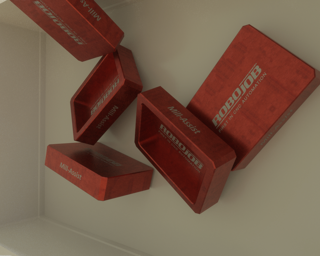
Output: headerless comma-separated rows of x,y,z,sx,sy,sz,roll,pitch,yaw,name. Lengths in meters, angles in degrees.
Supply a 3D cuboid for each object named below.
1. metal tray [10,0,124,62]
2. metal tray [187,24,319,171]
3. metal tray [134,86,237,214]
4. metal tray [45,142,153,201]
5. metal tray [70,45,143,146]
-0.122,-0.147,0.404,0.090,0.130,0.030,-2,56,44,metal tray
0.089,-0.029,0.329,0.090,0.030,0.129,48,118,28,metal tray
0.020,0.023,0.356,0.130,0.030,0.089,45,144,33,metal tray
-0.086,0.054,0.432,0.130,0.091,0.030,20,104,38,metal tray
-0.083,-0.048,0.449,0.129,0.030,0.090,-44,45,29,metal tray
